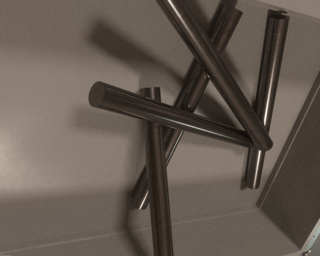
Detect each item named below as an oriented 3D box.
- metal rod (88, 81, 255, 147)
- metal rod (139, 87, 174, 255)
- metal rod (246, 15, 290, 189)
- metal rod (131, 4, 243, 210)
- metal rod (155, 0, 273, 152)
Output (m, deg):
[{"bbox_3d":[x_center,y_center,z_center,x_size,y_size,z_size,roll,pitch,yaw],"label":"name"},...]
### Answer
[{"bbox_3d":[0.043,-0.006,0.396,0.302,0.025,0.025,14,111,-46],"label":"metal rod"},{"bbox_3d":[0.000,0.099,0.387,0.025,0.025,0.298,-7,95,-25],"label":"metal rod"},{"bbox_3d":[0.163,-0.021,0.487,0.025,0.025,0.298,-16,125,-20],"label":"metal rod"},{"bbox_3d":[0.028,-0.014,0.416,0.025,0.025,0.298,12,112,-34],"label":"metal rod"},{"bbox_3d":[0.084,-0.053,0.390,0.025,0.025,0.300,-44,131,2],"label":"metal rod"}]
